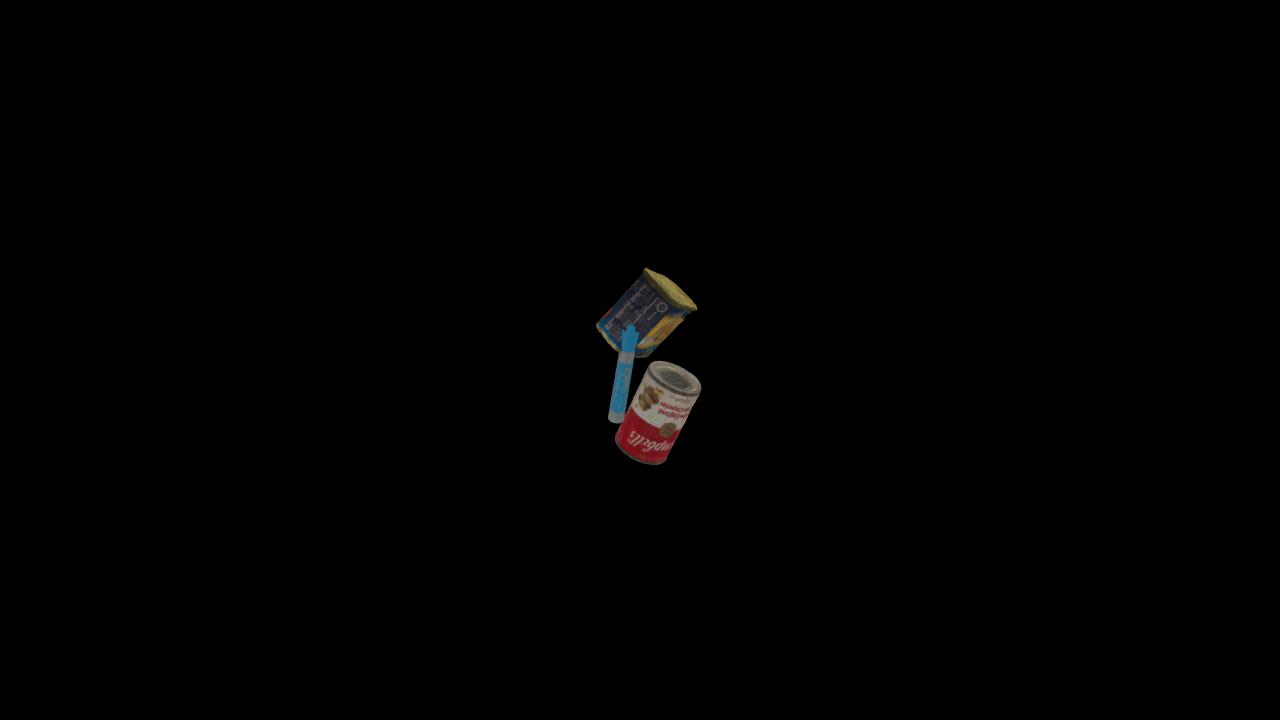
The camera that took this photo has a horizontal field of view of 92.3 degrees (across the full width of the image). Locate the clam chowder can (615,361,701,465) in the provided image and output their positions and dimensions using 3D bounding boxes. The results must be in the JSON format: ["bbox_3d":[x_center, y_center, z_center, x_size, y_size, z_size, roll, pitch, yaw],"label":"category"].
[{"bbox_3d":[0.021,0.060,0.708,0.068,0.102,0.068,21,23,-9],"label":"clam chowder can"}]

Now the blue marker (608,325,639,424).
[{"bbox_3d":[-0.018,0.016,0.672,0.020,0.121,0.020,8,30,-4],"label":"blue marker"}]

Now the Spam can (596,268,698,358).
[{"bbox_3d":[0.008,-0.049,0.689,0.085,0.058,0.101,-46,-14,14],"label":"Spam can"}]
